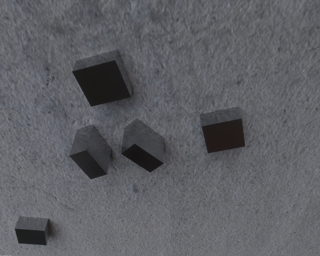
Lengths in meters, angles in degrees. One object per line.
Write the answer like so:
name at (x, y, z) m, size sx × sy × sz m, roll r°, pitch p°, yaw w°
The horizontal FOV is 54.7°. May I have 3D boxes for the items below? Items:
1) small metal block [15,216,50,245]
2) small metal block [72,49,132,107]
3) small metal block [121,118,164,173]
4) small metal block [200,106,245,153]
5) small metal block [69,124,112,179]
small metal block at (-0.231, 0.188, 0.564) m, size 0.050 × 0.025 × 0.050 m, roll 6°, pitch 130°, yaw -6°
small metal block at (-0.065, -0.057, 0.358) m, size 0.050 × 0.025 × 0.050 m, roll -13°, pitch 129°, yaw 10°
small metal block at (-0.022, 0.023, 0.410) m, size 0.050 × 0.050 × 0.025 m, roll 37°, pitch 121°, yaw -27°
small metal block at (0.083, 0.003, 0.411) m, size 0.050 × 0.025 × 0.050 m, roll -12°, pitch 130°, yaw 9°
small metal block at (-0.092, 0.032, 0.417) m, size 0.025 × 0.050 × 0.050 m, roll -19°, pitch 128°, yaw 15°
